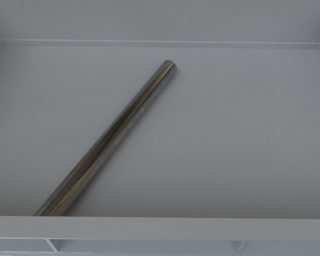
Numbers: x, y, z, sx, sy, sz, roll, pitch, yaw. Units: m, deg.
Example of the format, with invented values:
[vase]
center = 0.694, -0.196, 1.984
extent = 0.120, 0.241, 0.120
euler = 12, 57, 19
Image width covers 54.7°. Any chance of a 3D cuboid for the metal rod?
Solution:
[metal rod]
center = -0.056, 0.005, 0.400
extent = 0.025, 0.025, 0.301
euler = 23, 53, 17
